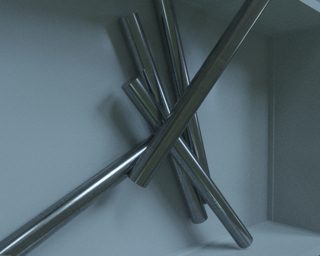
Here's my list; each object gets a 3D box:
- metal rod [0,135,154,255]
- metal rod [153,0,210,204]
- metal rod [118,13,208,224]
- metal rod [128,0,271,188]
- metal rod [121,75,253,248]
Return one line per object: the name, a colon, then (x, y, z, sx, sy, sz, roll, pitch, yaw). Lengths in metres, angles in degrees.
metal rod: (-0.106, 0.091, 0.319, 0.302, 0.025, 0.025, -35, 112, -35)
metal rod: (0.037, -0.033, 0.439, 0.025, 0.025, 0.298, -23, 105, -38)
metal rod: (0.010, -0.001, 0.416, 0.025, 0.025, 0.298, -32, 110, -36)
metal rod: (0.056, -0.062, 0.362, 0.025, 0.025, 0.299, 35, 88, -35)
metal rod: (0.047, 0.059, 0.413, 0.025, 0.025, 0.299, -49, 115, -29)
